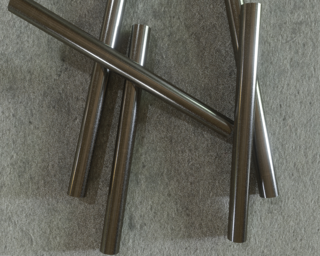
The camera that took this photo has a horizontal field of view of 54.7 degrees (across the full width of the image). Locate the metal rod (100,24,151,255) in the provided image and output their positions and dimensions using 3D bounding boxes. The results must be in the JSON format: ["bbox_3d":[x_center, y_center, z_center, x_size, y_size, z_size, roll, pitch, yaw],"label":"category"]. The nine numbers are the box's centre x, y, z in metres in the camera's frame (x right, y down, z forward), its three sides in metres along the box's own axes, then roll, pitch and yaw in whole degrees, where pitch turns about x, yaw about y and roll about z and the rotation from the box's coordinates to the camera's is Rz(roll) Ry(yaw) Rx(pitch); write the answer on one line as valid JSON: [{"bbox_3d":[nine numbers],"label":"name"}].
[{"bbox_3d":[-0.045,0.015,0.409,0.025,0.025,0.298,8,90,-1],"label":"metal rod"}]

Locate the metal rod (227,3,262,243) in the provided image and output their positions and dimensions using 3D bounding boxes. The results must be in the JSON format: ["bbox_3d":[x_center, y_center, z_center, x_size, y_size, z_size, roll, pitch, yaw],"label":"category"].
[{"bbox_3d":[0.107,-0.001,0.394,0.025,0.025,0.298,2,97,-1],"label":"metal rod"}]

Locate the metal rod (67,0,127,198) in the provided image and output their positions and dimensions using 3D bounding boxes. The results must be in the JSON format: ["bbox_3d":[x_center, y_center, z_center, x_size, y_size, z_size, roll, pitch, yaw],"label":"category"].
[{"bbox_3d":[-0.080,-0.058,0.408,0.025,0.025,0.298,12,90,-1],"label":"metal rod"}]

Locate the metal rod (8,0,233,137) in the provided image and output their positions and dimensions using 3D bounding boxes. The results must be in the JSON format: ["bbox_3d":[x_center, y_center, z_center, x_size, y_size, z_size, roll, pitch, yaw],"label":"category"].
[{"bbox_3d":[-0.037,-0.071,0.382,0.301,0.025,0.025,29,90,-12],"label":"metal rod"}]

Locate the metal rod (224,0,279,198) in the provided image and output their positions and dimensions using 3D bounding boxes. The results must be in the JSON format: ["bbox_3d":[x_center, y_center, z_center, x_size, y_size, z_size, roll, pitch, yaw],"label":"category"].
[{"bbox_3d":[0.119,-0.057,0.411,0.025,0.025,0.298,-10,90,0],"label":"metal rod"}]
